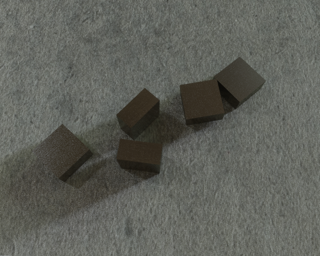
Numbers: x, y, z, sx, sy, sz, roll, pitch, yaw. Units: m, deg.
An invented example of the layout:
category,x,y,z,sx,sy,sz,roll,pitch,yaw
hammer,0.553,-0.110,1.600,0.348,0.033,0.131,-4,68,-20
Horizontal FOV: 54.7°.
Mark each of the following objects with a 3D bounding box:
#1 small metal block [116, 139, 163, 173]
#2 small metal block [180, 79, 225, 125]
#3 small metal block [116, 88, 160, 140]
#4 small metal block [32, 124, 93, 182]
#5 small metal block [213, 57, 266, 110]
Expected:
category,x,y,z,sx,sy,sz,roll,pitch,yaw
small metal block,-0.024,0.036,0.382,0.050,0.050,0.025,7,70,2
small metal block,0.056,-0.035,0.419,0.050,0.025,0.050,-10,72,1
small metal block,-0.027,-0.017,0.401,0.025,0.050,0.050,41,75,13
small metal block,-0.123,0.032,0.395,0.050,0.025,0.050,41,75,13
small metal block,0.109,-0.063,0.432,0.050,0.025,0.050,-38,75,-13
